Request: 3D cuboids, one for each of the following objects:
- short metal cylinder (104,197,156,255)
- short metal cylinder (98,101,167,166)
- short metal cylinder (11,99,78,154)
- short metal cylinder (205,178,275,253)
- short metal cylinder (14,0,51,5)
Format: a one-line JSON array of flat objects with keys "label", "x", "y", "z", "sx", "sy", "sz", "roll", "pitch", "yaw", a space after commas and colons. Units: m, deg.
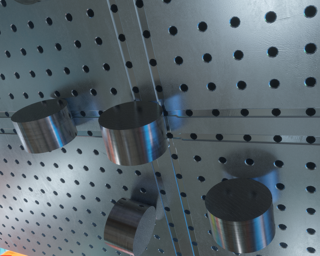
[{"label": "short metal cylinder", "x": -0.046, "y": 0.157, "z": 0.495, "sx": 0.050, "sy": 0.080, "sz": 0.079, "roll": 13, "pitch": 124, "yaw": 21}, {"label": "short metal cylinder", "x": -0.033, "y": 0.005, "z": 0.394, "sx": 0.080, "sy": 0.080, "sz": 0.050, "roll": 6, "pitch": 121, "yaw": 25}, {"label": "short metal cylinder", "x": -0.170, "y": -0.005, "z": 0.460, "sx": 0.080, "sy": 0.080, "sz": 0.050, "roll": 3, "pitch": 120, "yaw": 26}, {"label": "short metal cylinder", "x": 0.101, "y": 0.107, "z": 0.388, "sx": 0.080, "sy": 0.080, "sz": 0.050, "roll": 0, "pitch": 118, "yaw": 28}, {"label": "short metal cylinder", "x": -0.143, "y": -0.187, "z": 0.353, "sx": 0.080, "sy": 0.050, "sz": 0.079, "roll": 13, "pitch": 124, "yaw": 20}]
